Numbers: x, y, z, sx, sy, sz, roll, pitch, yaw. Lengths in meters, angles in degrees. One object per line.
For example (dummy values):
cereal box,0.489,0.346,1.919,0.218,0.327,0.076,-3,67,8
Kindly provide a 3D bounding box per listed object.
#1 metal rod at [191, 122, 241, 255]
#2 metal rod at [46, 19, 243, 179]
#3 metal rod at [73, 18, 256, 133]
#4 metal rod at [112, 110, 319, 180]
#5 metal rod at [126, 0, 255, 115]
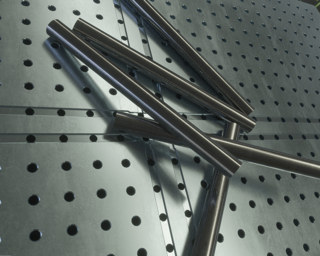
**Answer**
metal rod,0.063,0.109,0.377,0.025,0.025,0.300,31,52,-9
metal rod,-0.027,-0.043,0.387,0.300,0.025,0.025,39,50,11
metal rod,0.013,-0.073,0.461,0.301,0.025,0.025,28,52,-11
metal rod,0.088,0.026,0.410,0.302,0.025,0.025,14,55,-10
metal rod,0.041,-0.131,0.511,0.300,0.025,0.025,46,51,4
